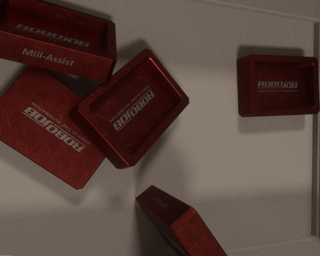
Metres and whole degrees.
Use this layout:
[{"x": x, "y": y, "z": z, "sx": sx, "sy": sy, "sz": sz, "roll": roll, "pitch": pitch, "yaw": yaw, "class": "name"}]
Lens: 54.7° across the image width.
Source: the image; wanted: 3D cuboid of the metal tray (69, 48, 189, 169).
[{"x": -0.031, "y": -0.026, "z": 0.373, "sx": 0.090, "sy": 0.030, "sz": 0.131, "roll": 50, "pitch": 55, "yaw": -12, "class": "metal tray"}]

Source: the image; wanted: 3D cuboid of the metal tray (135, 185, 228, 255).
[{"x": 0.024, "y": 0.122, "z": 0.365, "sx": 0.030, "sy": 0.130, "sz": 0.090, "roll": -37, "pitch": 103, "yaw": -16, "class": "metal tray"}]

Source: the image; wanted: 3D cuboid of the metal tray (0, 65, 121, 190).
[{"x": -0.121, "y": 0.000, "z": 0.364, "sx": 0.130, "sy": 0.030, "sz": 0.090, "roll": 38, "pitch": 78, "yaw": -16, "class": "metal tray"}]

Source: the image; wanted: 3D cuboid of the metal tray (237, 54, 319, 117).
[{"x": 0.184, "y": -0.064, "z": 0.477, "sx": 0.131, "sy": 0.030, "sz": 0.089, "roll": -3, "pitch": 91, "yaw": -20, "class": "metal tray"}]

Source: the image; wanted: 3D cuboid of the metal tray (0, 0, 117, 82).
[{"x": -0.115, "y": -0.101, "z": 0.336, "sx": 0.131, "sy": 0.030, "sz": 0.090, "roll": 11, "pitch": 41, "yaw": -20, "class": "metal tray"}]
